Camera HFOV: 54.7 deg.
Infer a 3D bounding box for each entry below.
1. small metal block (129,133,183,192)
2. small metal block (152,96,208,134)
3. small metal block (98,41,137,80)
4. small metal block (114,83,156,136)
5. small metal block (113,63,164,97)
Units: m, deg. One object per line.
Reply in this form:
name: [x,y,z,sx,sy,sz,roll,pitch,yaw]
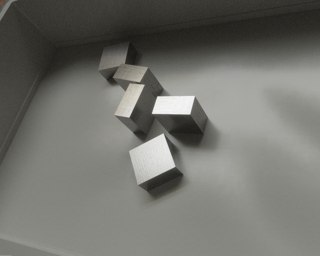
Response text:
small metal block: [-0.005,0.043,0.383,0.050,0.025,0.050,-28,52,11]
small metal block: [0.026,-0.015,0.386,0.050,0.050,0.025,2,63,29]
small metal block: [-0.069,-0.111,0.511,0.050,0.025,0.050,-7,59,24]
small metal block: [-0.029,-0.025,0.420,0.025,0.050,0.050,10,67,32]
small metal block: [-0.031,-0.065,0.446,0.050,0.050,0.025,15,70,34]
